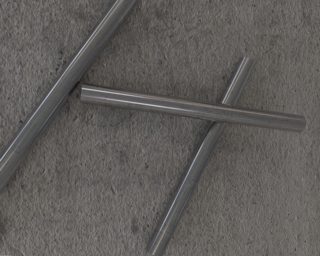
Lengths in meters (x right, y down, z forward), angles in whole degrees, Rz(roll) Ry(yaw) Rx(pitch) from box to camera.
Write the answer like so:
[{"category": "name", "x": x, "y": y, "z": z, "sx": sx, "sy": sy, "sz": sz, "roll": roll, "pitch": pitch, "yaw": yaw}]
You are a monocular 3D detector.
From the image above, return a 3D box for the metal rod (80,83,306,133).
[{"category": "metal rod", "x": 0.052, "y": -0.024, "z": 0.406, "sx": 0.302, "sy": 0.025, "sz": 0.025, "roll": 7, "pitch": 88, "yaw": -12}]

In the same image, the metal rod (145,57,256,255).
[{"category": "metal rod", "x": 0.060, "y": 0.033, "z": 0.430, "sx": 0.025, "sy": 0.025, "sz": 0.299, "roll": 31, "pitch": 80, "yaw": -18}]

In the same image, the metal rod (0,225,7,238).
[{"category": "metal rod", "x": -0.273, "y": 0.010, "z": 0.308, "sx": 0.025, "sy": 0.025, "sz": 0.300, "roll": -43, "pitch": 104, "yaw": -15}]

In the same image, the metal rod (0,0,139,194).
[{"category": "metal rod", "x": -0.110, "y": -0.055, "z": 0.368, "sx": 0.025, "sy": 0.025, "sz": 0.300, "roll": 36, "pitch": 78, "yaw": -17}]
